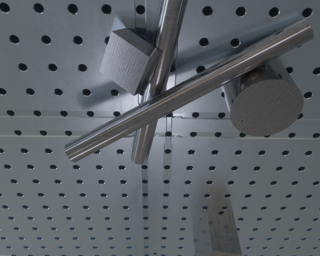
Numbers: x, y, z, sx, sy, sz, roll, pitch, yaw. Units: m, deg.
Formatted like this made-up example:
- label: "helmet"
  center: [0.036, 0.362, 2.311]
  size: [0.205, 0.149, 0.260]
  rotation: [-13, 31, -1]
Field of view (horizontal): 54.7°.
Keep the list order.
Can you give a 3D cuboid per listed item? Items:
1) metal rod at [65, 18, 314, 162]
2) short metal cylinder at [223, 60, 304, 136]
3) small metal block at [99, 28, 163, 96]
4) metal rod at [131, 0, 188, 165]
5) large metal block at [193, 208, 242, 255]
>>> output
- label: "metal rod"
  center: [0.023, -0.037, 0.352]
  size: [0.301, 0.025, 0.025]
  rotation: [-27, 126, 10]
- label: "short metal cylinder"
  center: [0.119, -0.036, 0.366]
  size: [0.081, 0.050, 0.079]
  rotation: [0, 130, 0]
- label: "small metal block"
  center: [-0.033, -0.072, 0.335]
  size: [0.050, 0.025, 0.050]
  rotation: [37, 128, 12]
- label: "metal rod"
  center: [0.000, -0.068, 0.353]
  size: [0.025, 0.025, 0.298]
  rotation: [8, 130, -7]
- label: "large metal block"
  center: [0.098, 0.203, 0.550]
  size: [0.050, 0.080, 0.079]
  rotation: [11, 129, -9]
